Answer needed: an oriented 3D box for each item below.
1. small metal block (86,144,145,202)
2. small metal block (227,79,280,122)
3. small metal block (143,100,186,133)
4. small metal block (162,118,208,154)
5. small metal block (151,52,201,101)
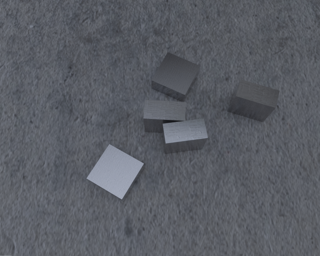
[{"bbox_3d":[-0.054,0.056,0.387,0.050,0.025,0.050,29,72,9],"label":"small metal block"},{"bbox_3d":[0.122,-0.035,0.409,0.050,0.050,0.025,18,71,6],"label":"small metal block"},{"bbox_3d":[0.006,-0.013,0.400,0.050,0.050,0.025,3,70,1],"label":"small metal block"},{"bbox_3d":[0.030,0.012,0.391,0.050,0.050,0.025,-7,71,-3],"label":"small metal block"},{"bbox_3d":[0.022,-0.071,0.434,0.050,0.025,0.050,25,72,8],"label":"small metal block"}]
